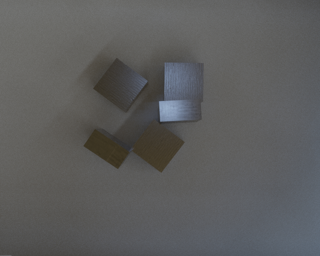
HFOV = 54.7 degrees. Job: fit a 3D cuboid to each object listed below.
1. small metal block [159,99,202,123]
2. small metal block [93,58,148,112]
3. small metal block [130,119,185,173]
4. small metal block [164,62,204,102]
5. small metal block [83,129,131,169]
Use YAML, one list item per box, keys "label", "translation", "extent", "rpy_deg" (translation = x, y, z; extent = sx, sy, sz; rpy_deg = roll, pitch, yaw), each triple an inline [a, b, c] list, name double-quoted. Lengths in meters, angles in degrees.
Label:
- label: "small metal block"
  translation: [0.025, -0.020, 0.399]
  extent: [0.050, 0.050, 0.025]
  rpy_deg: [-3, 88, -1]
- label: "small metal block"
  translation: [-0.051, -0.056, 0.411]
  extent: [0.050, 0.025, 0.050]
  rpy_deg: [37, 90, -1]
- label: "small metal block"
  translation: [-0.003, 0.023, 0.411]
  extent: [0.050, 0.025, 0.050]
  rpy_deg: [37, 90, -1]
- label: "small metal block"
  translation: [0.031, -0.059, 0.412]
  extent: [0.050, 0.025, 0.050]
  rpy_deg: [1, 90, -1]
- label: "small metal block"
  translation: [-0.065, 0.025, 0.398]
  extent: [0.050, 0.050, 0.025]
  rpy_deg: [34, 90, -1]
